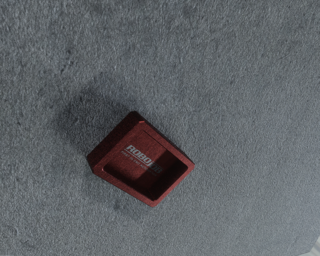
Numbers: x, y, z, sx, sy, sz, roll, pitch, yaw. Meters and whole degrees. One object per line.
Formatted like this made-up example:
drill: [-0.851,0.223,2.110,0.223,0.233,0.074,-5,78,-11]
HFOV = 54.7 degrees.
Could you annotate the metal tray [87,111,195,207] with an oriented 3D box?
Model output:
metal tray: [-0.022,0.047,0.424,0.090,0.030,0.130,-46,130,3]
